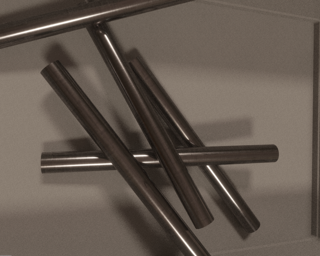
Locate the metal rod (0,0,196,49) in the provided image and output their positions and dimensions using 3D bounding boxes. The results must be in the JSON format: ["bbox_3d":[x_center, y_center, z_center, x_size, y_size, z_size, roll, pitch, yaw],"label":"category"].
[{"bbox_3d":[-0.088,-0.126,0.349,0.302,0.025,0.025,-17,96,-9],"label":"metal rod"}]

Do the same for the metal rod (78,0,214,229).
[{"bbox_3d":[-0.019,-0.019,0.371,0.025,0.025,0.299,-28,87,-18],"label":"metal rod"}]

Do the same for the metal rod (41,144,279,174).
[{"bbox_3d":[0.010,0.038,0.395,0.302,0.025,0.025,-1,91,-13],"label":"metal rod"}]

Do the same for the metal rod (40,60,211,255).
[{"bbox_3d":[-0.031,0.052,0.358,0.025,0.025,0.299,-39,97,-16],"label":"metal rod"}]

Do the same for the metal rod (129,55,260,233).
[{"bbox_3d":[0.051,0.031,0.430,0.025,0.025,0.299,-40,103,-16],"label":"metal rod"}]
